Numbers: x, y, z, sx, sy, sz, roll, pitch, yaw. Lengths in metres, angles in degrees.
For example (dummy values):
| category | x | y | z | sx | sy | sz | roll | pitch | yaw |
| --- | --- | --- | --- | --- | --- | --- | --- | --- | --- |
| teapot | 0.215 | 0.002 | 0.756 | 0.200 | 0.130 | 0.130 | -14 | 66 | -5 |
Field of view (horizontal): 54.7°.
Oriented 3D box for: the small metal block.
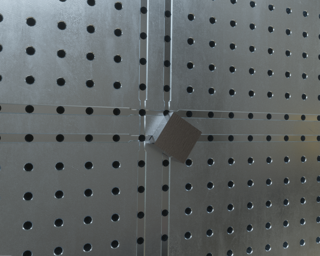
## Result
| category | x | y | z | sx | sy | sz | roll | pitch | yaw |
| --- | --- | --- | --- | --- | --- | --- | --- | --- | --- |
| small metal block | 0.021 | 0.013 | 0.421 | 0.050 | 0.025 | 0.050 | 35 | 79 | -17 |
